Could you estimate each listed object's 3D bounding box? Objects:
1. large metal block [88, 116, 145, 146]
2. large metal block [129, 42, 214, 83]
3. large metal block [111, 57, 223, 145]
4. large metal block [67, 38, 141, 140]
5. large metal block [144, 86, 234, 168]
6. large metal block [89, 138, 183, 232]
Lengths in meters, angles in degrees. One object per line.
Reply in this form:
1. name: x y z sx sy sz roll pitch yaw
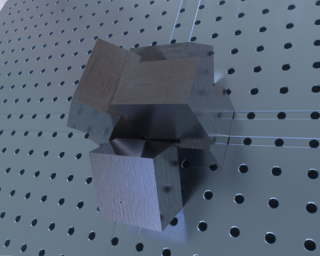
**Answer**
1. large metal block: -0.036 -0.006 0.416 0.080 0.050 0.080 7 65 31
2. large metal block: 0.018 -0.080 0.404 0.080 0.080 0.050 2 101 29
3. large metal block: 0.011 -0.024 0.319 0.080 0.080 0.050 2 63 29
4. large metal block: -0.067 -0.041 0.359 0.080 0.050 0.080 136 152 -63
5. large metal block: 0.037 -0.002 0.374 0.080 0.050 0.080 3 63 29
6. large metal block: -0.025 0.059 0.344 0.080 0.050 0.080 2 107 29
